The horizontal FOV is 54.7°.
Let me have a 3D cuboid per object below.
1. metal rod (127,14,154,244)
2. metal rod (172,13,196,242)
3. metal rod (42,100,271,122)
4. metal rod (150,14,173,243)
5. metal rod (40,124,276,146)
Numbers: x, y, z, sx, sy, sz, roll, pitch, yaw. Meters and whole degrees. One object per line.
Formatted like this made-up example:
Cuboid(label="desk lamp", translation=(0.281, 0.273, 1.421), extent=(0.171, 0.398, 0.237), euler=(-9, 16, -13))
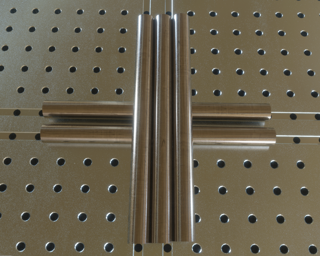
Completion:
Cuboid(label="metal rod", translation=(-0.022, -0.014, 0.390), extent=(0.025, 0.025, 0.299), euler=(1, 70, 0))
Cuboid(label="metal rod", translation=(0.028, -0.016, 0.392), extent=(0.025, 0.025, 0.299), euler=(1, 70, 0))
Cuboid(label="metal rod", translation=(-0.004, -0.023, 0.420), extent=(0.302, 0.025, 0.025), euler=(1, 70, 0))
Cuboid(label="metal rod", translation=(0.003, -0.014, 0.391), extent=(0.025, 0.025, 0.299), euler=(1, 70, 0))
Cuboid(label="metal rod", translation=(-0.002, 0.009, 0.408), extent=(0.302, 0.025, 0.025), euler=(1, 70, 0))
